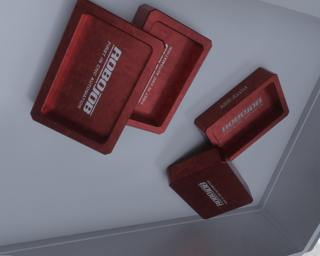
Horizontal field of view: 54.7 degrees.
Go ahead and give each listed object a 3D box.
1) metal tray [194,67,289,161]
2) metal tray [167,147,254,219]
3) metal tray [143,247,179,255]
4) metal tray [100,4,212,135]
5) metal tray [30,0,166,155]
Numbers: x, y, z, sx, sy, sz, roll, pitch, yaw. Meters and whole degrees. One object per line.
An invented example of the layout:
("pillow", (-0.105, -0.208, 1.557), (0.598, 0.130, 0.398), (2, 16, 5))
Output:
("metal tray", (0.125, -0.016, 0.463), (0.130, 0.030, 0.090), (-39, 129, -2))
("metal tray", (0.081, 0.091, 0.484), (0.090, 0.030, 0.130), (-26, 132, 17))
("metal tray", (-0.016, 0.289, 0.578), (0.091, 0.030, 0.129), (-6, 121, -25))
("metal tray", (-0.008, -0.062, 0.361), (0.091, 0.030, 0.129), (17, 109, -35))
("metal tray", (-0.062, -0.048, 0.313), (0.090, 0.030, 0.129), (27, 106, -6))
